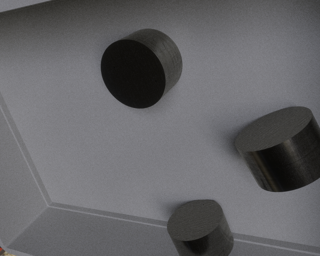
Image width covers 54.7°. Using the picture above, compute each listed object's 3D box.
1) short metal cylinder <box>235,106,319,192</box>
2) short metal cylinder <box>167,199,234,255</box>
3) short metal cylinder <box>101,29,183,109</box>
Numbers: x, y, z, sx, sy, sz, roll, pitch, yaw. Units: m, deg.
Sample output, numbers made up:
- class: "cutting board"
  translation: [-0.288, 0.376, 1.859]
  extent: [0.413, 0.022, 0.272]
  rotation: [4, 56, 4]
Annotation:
- class: "short metal cylinder"
  translation: [0.126, 0.020, 0.319]
  extent: [0.080, 0.080, 0.050]
  rotation: [-22, 106, 36]
- class: "short metal cylinder"
  translation: [0.056, 0.146, 0.433]
  extent: [0.080, 0.080, 0.050]
  rotation: [-10, 113, 32]
- class: "short metal cylinder"
  translation: [-0.020, -0.069, 0.359]
  extent: [0.080, 0.050, 0.079]
  rotation: [13, 124, 20]
